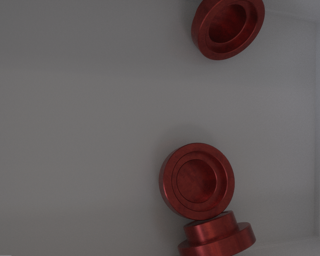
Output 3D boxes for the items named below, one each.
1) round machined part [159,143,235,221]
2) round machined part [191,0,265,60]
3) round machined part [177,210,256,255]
[{"bbox_3d":[0.045,0.071,0.411,0.099,0.042,0.098,4,77,-16],"label":"round machined part"},{"bbox_3d":[0.085,-0.143,0.414,0.099,0.097,0.042,-13,50,-20],"label":"round machined part"},{"bbox_3d":[0.069,0.137,0.400,0.099,0.098,0.042,-14,77,-20],"label":"round machined part"}]
